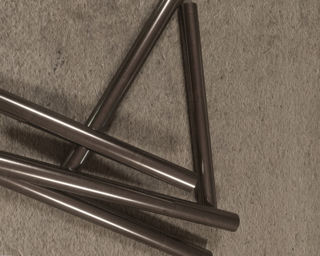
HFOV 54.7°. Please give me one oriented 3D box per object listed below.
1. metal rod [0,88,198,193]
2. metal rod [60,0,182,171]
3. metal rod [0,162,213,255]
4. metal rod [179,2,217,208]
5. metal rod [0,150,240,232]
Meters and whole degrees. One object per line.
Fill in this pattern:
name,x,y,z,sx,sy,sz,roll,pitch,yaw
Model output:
metal rod,-0.096,0.005,0.349,0.302,0.025,0.025,24,82,-10
metal rod,-0.038,-0.076,0.395,0.025,0.025,0.299,32,79,-18
metal rod,-0.059,0.115,0.388,0.301,0.025,0.025,29,80,-18
metal rod,0.054,-0.019,0.430,0.025,0.025,0.298,-7,93,-20
metal rod,-0.035,0.082,0.371,0.302,0.025,0.025,19,84,-19
